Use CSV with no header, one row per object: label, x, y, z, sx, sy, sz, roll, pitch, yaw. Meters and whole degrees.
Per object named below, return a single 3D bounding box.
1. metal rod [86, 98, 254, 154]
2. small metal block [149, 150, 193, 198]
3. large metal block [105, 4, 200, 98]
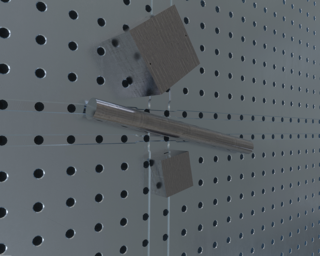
metal rod,0.037,0.006,0.439,0.302,0.025,0.025,14,82,-39
small metal block,0.016,0.061,0.422,0.050,0.025,0.050,-14,99,-39
large metal block,-0.006,-0.094,0.387,0.080,0.050,0.080,-42,116,-32
